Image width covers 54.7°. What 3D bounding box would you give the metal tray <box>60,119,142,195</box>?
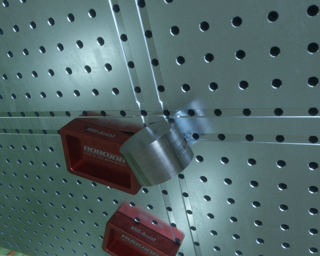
[{"bbox_3d":[-0.088,0.045,0.481,0.130,0.030,0.089,14,124,20],"label":"metal tray"}]

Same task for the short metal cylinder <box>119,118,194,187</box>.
[{"bbox_3d":[-0.004,0.030,0.396,0.080,0.080,0.050,-19,109,35],"label":"short metal cylinder"}]

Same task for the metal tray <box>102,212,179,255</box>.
[{"bbox_3d":[-0.039,0.217,0.562,0.130,0.030,0.089,25,127,12],"label":"metal tray"}]
